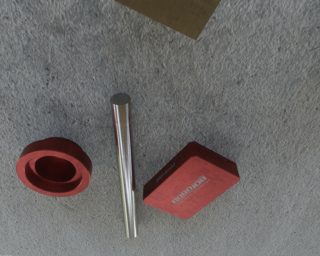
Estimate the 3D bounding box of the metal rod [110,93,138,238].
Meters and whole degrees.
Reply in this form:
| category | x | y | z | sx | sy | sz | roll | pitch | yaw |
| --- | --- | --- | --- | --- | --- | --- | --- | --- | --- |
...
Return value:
| category | x | y | z | sx | sy | sz | roll | pitch | yaw |
| --- | --- | --- | --- | --- | --- | --- | --- | --- | --- |
| metal rod | -0.050 | 0.078 | 0.473 | 0.025 | 0.025 | 0.298 | 0 | 130 | -1 |

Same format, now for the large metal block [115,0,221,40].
| category | x | y | z | sx | sy | sz | roll | pitch | yaw |
| --- | --- | --- | --- | --- | --- | --- | --- | --- | --- |
| large metal block | 0.005 | -0.129 | 0.261 | 0.080 | 0.080 | 0.050 | 21 | 127 | -17 |

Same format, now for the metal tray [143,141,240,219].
| category | x | y | z | sx | sy | sz | roll | pitch | yaw |
| --- | --- | --- | --- | --- | --- | --- | --- | --- | --- |
| metal tray | 0.045 | 0.086 | 0.478 | 0.090 | 0.030 | 0.129 | 28 | 125 | -22 |

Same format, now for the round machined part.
| category | x | y | z | sx | sy | sz | roll | pitch | yaw |
| --- | --- | --- | --- | --- | --- | --- | --- | --- | --- |
| round machined part | -0.145 | 0.051 | 0.437 | 0.099 | 0.042 | 0.097 | -1 | 130 | 0 |
